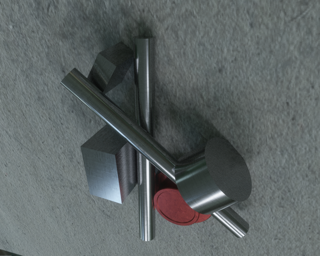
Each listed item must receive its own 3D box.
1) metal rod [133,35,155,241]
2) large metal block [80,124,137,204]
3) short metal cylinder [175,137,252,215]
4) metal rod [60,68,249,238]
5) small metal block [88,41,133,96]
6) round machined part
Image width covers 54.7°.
[{"bbox_3d":[-0.019,0.031,0.416,0.025,0.025,0.298,11,117,22],"label":"metal rod"},{"bbox_3d":[-0.058,0.042,0.428,0.050,0.080,0.079,11,123,22],"label":"large metal block"},{"bbox_3d":[0.065,0.058,0.374,0.080,0.080,0.050,49,129,-6],"label":"short metal cylinder"},{"bbox_3d":[0.003,0.039,0.385,0.300,0.025,0.025,43,130,-13],"label":"metal rod"},{"bbox_3d":[-0.059,-0.072,0.377,0.025,0.050,0.050,39,129,2],"label":"small metal block"},{"bbox_3d":[0.030,0.100,0.443,0.098,0.042,0.097,13,124,20],"label":"round machined part"}]
